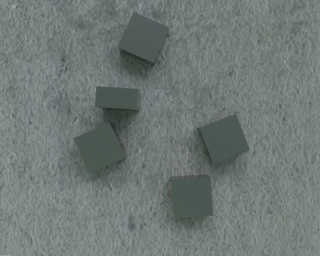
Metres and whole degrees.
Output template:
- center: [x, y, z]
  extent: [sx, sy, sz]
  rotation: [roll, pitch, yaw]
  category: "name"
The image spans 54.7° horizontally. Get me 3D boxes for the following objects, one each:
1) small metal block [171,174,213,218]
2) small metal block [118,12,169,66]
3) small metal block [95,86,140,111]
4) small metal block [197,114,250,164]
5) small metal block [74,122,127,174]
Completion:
- center: [0.042, 0.090, 0.411]
  extent: [0.050, 0.025, 0.050]
  rotation: [-4, 90, -1]
  category: "small metal block"
- center: [-0.021, -0.116, 0.410]
  extent: [0.050, 0.025, 0.050]
  rotation: [24, 90, -1]
  category: "small metal block"
- center: [-0.052, -0.036, 0.397]
  extent: [0.050, 0.050, 0.025]
  rotation: [4, 90, -1]
  category: "small metal block"
- center: [0.084, 0.014, 0.411]
  extent: [0.050, 0.025, 0.050]
  rotation: [-21, 90, -1]
  category: "small metal block"
- center: [-0.077, 0.025, 0.409]
  extent: [0.050, 0.025, 0.050]
  rotation: [-25, 90, -1]
  category: "small metal block"
